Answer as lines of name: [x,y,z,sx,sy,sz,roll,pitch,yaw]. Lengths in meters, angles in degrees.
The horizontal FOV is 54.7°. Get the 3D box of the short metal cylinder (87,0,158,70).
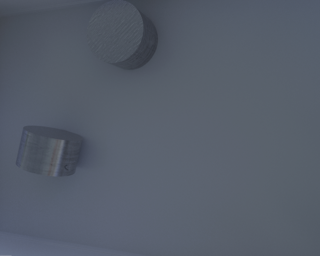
short metal cylinder: [-0.049,-0.122,0.415,0.080,0.050,0.080,0,90,20]

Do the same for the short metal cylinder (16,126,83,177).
short metal cylinder: [-0.154,0.031,0.436,0.080,0.080,0.050,16,96,19]
